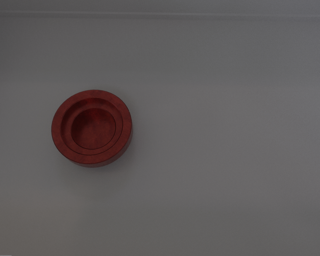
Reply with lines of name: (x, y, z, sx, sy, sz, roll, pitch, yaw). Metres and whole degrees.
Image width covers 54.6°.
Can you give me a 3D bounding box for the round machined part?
round machined part: (-0.084, 0.003, 0.399, 0.099, 0.042, 0.098, 0, 70, 0)
